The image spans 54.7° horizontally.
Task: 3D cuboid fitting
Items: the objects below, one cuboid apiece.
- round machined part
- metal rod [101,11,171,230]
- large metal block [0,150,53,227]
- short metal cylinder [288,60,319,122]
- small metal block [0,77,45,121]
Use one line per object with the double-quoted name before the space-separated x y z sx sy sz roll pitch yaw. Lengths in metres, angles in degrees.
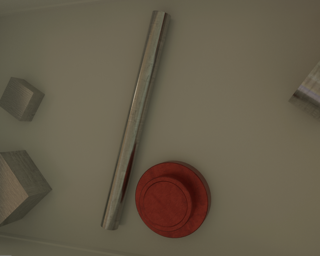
"round machined part" 0.013 0.093 0.396 0.098 0.042 0.097 0 90 19
"metal rod" -0.034 -0.006 0.421 0.025 0.025 0.298 16 95 19
"large metal block" -0.229 0.092 0.476 0.080 0.050 0.080 -43 77 15
"short metal cylinder" 0.179 -0.046 0.318 0.050 0.080 0.080 38 102 15
"small metal block" -0.217 -0.045 0.485 0.050 0.025 0.050 33 101 16
